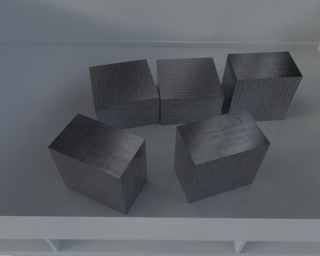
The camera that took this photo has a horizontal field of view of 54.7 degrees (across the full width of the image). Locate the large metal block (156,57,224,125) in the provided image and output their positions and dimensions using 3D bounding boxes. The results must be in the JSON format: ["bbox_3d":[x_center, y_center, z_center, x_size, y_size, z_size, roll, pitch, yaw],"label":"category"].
[{"bbox_3d":[0.038,-0.052,0.433,0.081,0.050,0.080,-3,50,-3],"label":"large metal block"}]

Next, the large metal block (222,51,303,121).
[{"bbox_3d":[0.129,-0.053,0.416,0.081,0.080,0.050,-3,50,-3],"label":"large metal block"}]

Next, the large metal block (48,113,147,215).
[{"bbox_3d":[-0.062,0.040,0.335,0.080,0.080,0.050,20,53,16],"label":"large metal block"}]

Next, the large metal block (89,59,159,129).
[{"bbox_3d":[-0.049,-0.045,0.426,0.081,0.050,0.080,-10,51,-9],"label":"large metal block"}]

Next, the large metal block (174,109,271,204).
[{"bbox_3d":[0.063,0.032,0.343,0.081,0.080,0.050,-14,52,-12],"label":"large metal block"}]
